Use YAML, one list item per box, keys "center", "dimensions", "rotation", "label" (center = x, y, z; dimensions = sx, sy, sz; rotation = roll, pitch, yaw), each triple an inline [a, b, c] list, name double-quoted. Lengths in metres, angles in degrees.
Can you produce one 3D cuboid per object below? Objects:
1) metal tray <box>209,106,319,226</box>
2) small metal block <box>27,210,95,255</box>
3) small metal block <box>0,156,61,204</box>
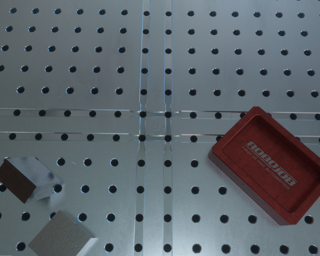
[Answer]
- center: [0.139, 0.046, 0.393]
  dimensions: [0.090, 0.030, 0.130]
  rotation: [-43, 76, -14]
  label: "metal tray"
- center: [-0.114, 0.133, 0.362]
  dimensions: [0.050, 0.025, 0.050]
  rotation: [37, 74, 12]
  label: "small metal block"
- center: [-0.157, 0.061, 0.371]
  dimensions: [0.050, 0.050, 0.025]
  rotation: [37, 96, 12]
  label: "small metal block"
